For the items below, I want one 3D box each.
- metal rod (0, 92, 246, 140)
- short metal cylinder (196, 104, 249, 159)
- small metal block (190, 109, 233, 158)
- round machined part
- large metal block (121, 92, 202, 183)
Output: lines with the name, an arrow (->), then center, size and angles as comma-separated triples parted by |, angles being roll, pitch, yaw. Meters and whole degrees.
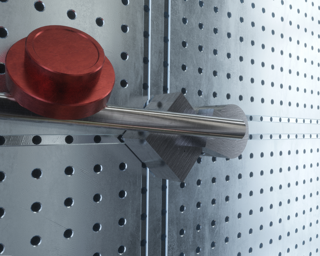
metal rod -> -0.041, -0.011, 0.319 | 0.302, 0.025, 0.025 | 5, 87, -23
short metal cylinder -> 0.090, 0.005, 0.471 | 0.081, 0.050, 0.079 | 0, 90, -40
small metal block -> 0.071, 0.007, 0.403 | 0.050, 0.025, 0.050 | 24, 75, -38
round machined part -> -0.089, -0.058, 0.289 | 0.099, 0.042, 0.098 | 14, 48, -15
large metal block -> 0.011, 0.011, 0.401 | 0.080, 0.050, 0.080 | 52, 60, -28
